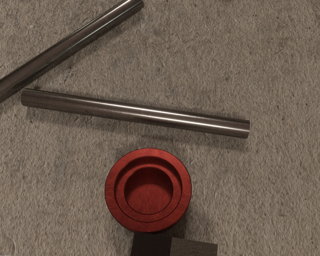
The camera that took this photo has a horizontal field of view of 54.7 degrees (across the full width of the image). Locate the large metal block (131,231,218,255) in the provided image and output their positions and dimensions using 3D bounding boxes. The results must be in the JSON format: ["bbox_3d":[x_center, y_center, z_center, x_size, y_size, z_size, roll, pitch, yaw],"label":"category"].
[{"bbox_3d":[0.013,0.154,0.316,0.050,0.080,0.080,-9,64,41],"label":"large metal block"}]

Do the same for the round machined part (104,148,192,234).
[{"bbox_3d":[-0.013,0.076,0.367,0.099,0.042,0.098,0,63,1],"label":"round machined part"}]

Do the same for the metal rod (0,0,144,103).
[{"bbox_3d":[-0.148,-0.107,0.445,0.301,0.025,0.025,-38,75,-13],"label":"metal rod"}]

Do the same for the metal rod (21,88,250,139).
[{"bbox_3d":[-0.034,-0.020,0.414,0.302,0.025,0.025,8,70,2],"label":"metal rod"}]
